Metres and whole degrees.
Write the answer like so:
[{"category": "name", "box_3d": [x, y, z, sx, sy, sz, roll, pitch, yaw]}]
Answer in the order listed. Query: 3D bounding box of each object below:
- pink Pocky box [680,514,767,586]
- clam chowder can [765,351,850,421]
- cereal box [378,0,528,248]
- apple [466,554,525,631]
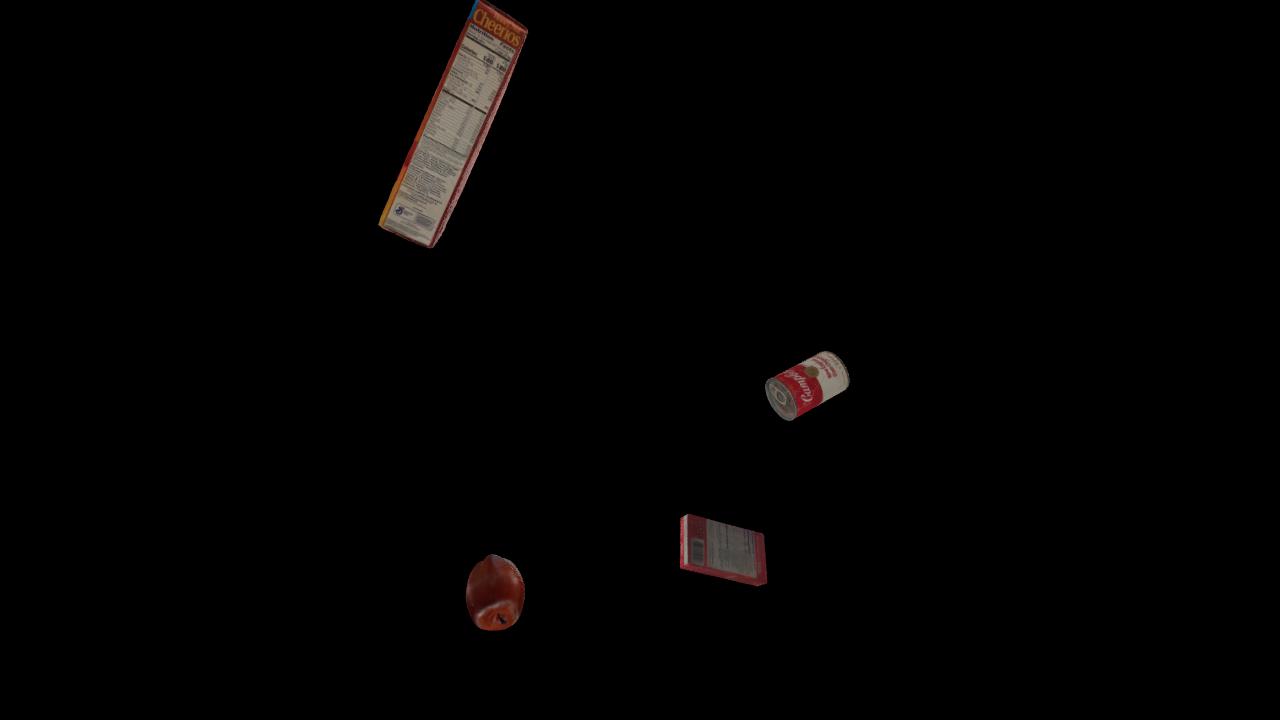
[{"category": "pink Pocky box", "box_3d": [0.135, 0.309, 0.996, 0.155, 0.084, 0.029, 20, -39, -22]}, {"category": "clam chowder can", "box_3d": [0.243, 0.036, 0.893, 0.102, 0.068, 0.068, -25, 8, -18]}, {"category": "cereal box", "box_3d": [-0.258, -0.315, 0.854, 0.081, 0.306, 0.203, 23, 9, -21]}, {"category": "apple", "box_3d": [-0.185, 0.301, 0.792, 0.079, 0.079, 0.093, 0, 34, -22]}]
